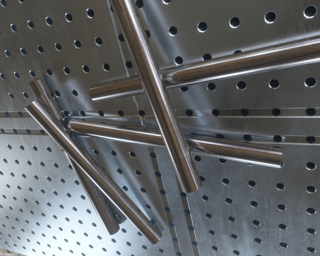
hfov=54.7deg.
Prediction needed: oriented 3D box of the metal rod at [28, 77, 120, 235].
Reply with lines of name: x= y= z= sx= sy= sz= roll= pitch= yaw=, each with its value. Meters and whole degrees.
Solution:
metal rod: x=-0.135 y=0.058 z=0.515 sx=0.025 sy=0.025 sz=0.298 roll=-7 pitch=115 yaw=31

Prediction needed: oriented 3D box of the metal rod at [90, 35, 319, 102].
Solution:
metal rod: x=0.041 y=-0.062 z=0.350 sx=0.300 sy=0.025 sz=0.025 roll=-6 pitch=115 yaw=30

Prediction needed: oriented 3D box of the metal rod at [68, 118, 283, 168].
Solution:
metal rod: x=0.004 y=0.015 z=0.417 sx=0.301 sy=0.025 sz=0.025 roll=8 pitch=122 yaw=23

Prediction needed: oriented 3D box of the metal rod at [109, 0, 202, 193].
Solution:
metal rod: x=-0.014 y=-0.065 z=0.346 sx=0.025 sy=0.025 sz=0.298 roll=-14 pitch=102 yaw=33

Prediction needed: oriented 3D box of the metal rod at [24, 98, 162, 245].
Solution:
metal rod: x=-0.096 y=0.077 z=0.490 sx=0.025 sy=0.025 sz=0.300 roll=-27 pitch=110 yaw=37
